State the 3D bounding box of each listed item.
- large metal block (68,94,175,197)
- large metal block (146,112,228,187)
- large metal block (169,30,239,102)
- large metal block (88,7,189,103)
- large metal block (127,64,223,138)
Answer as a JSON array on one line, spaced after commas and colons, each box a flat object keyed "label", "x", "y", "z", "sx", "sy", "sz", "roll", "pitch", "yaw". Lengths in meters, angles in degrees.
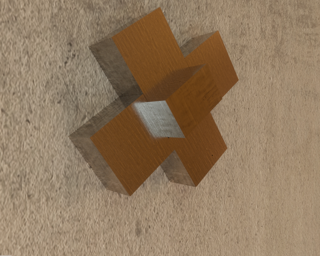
[{"label": "large metal block", "x": -0.041, "y": 0.018, "z": 0.356, "sx": 0.080, "sy": 0.050, "sz": 0.080, "roll": -44, "pitch": 117, "yaw": -31}, {"label": "large metal block", "x": 0.037, "y": 0.020, "z": 0.422, "sx": 0.080, "sy": 0.050, "sz": 0.080, "roll": -44, "pitch": 117, "yaw": -31}, {"label": "large metal block", "x": 0.057, "y": -0.079, "z": 0.439, "sx": 0.080, "sy": 0.050, "sz": 0.080, "roll": -44, "pitch": 117, "yaw": -31}, {"label": "large metal block", "x": -0.023, "y": -0.085, "z": 0.371, "sx": 0.080, "sy": 0.050, "sz": 0.080, "roll": -44, "pitch": 117, "yaw": -31}, {"label": "large metal block", "x": 0.016, "y": -0.033, "z": 0.385, "sx": 0.080, "sy": 0.080, "sz": 0.050, "roll": -44, "pitch": 117, "yaw": -31}]
